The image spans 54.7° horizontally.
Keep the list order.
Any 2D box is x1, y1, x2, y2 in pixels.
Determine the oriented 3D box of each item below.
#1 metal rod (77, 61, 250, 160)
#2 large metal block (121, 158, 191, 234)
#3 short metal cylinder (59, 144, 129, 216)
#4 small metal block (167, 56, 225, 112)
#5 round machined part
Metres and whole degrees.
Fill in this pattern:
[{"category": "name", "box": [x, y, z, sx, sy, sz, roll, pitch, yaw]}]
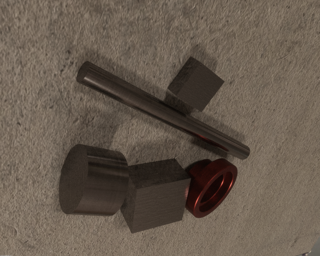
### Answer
[{"category": "metal rod", "box": [0.028, -0.010, 0.417, 0.302, 0.025, 0.025, 25, 105, -37]}, {"category": "large metal block", "box": [-0.009, 0.096, 0.447, 0.081, 0.050, 0.079, -7, 122, -25]}, {"category": "short metal cylinder", "box": [-0.080, 0.063, 0.367, 0.050, 0.080, 0.080, 15, 110, -35]}, {"category": "small metal block", "box": [0.047, -0.056, 0.400, 0.050, 0.025, 0.050, 28, 103, -38]}, {"category": "round machined part", "box": [0.072, 0.087, 0.480, 0.099, 0.042, 0.097, -30, 139, -30]}]
